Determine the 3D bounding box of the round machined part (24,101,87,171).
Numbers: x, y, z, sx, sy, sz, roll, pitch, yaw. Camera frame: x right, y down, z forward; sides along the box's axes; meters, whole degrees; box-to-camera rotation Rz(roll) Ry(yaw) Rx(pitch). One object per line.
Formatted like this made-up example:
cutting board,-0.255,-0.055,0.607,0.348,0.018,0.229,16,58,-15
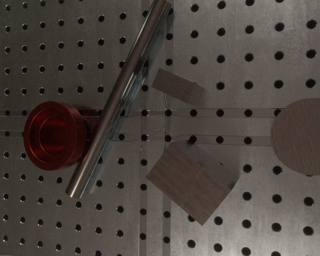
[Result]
round machined part,-0.146,0.011,0.450,0.098,0.042,0.097,-1,87,24

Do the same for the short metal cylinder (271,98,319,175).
short metal cylinder,0.165,0.009,0.341,0.080,0.050,0.079,0,90,19

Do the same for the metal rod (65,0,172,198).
metal rod,-0.061,-0.035,0.433,0.025,0.025,0.298,29,99,17

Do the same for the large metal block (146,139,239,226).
large metal block,0.042,0.059,0.368,0.080,0.080,0.050,38,102,15

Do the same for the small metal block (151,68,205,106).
small metal block,0.024,-0.051,0.390,0.050,0.050,0.025,27,99,17
